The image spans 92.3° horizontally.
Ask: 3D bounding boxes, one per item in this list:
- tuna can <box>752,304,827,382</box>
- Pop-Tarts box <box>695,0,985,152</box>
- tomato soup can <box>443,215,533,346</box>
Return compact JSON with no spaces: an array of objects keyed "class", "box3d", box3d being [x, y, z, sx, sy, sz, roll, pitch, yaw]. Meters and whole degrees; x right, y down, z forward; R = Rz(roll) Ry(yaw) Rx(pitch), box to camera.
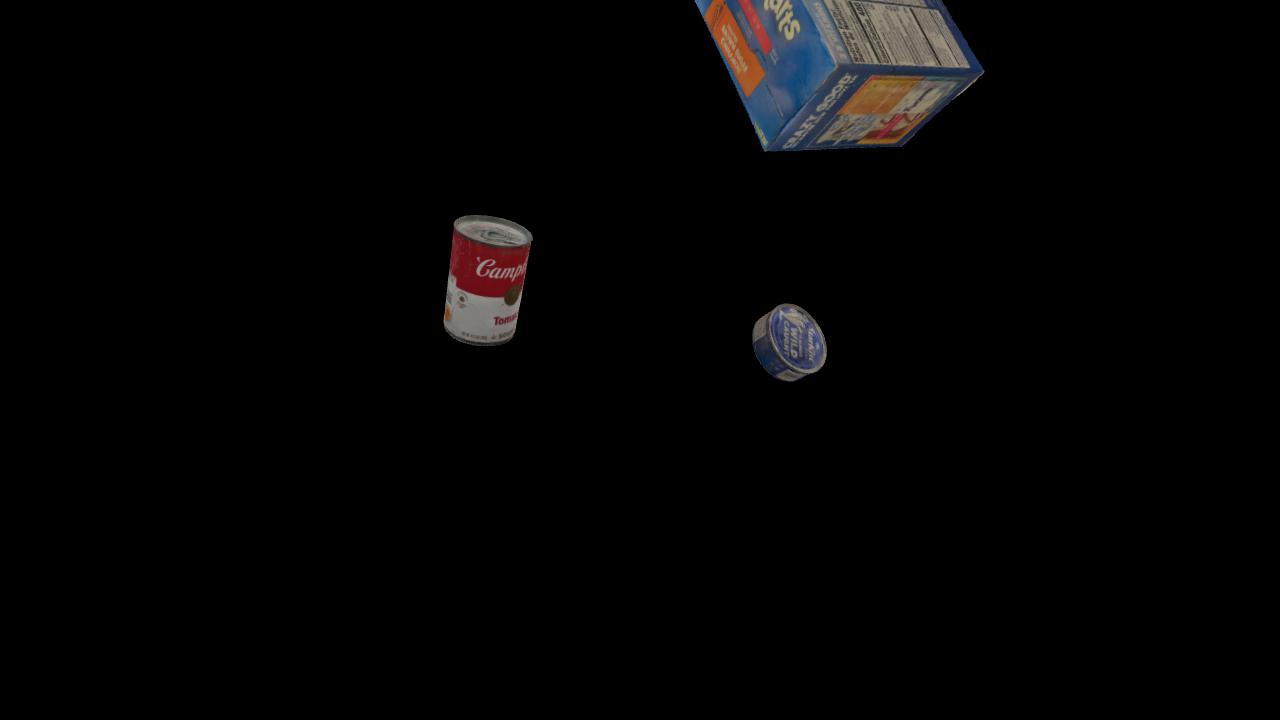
[{"class":"tuna can","box3d":[0.167,-0.019,0.689,0.084,0.084,0.034,0,-22,-32]},{"class":"Pop-Tarts box","box3d":[0.132,-0.242,0.440,0.141,0.167,0.083,-12,-18,-27]},{"class":"tomato soup can","box3d":[-0.139,-0.070,0.555,0.068,0.101,0.068,13,29,-7]}]
